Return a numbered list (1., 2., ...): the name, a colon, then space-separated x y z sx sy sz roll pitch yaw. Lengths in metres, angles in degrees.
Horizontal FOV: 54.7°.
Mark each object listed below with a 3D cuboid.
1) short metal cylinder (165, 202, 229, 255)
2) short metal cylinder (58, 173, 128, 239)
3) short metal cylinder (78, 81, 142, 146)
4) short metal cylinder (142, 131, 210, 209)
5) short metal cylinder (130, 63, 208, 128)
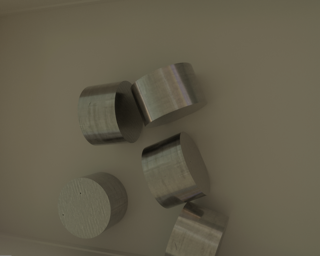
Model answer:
1. short metal cylinder: 0.044 0.134 0.365 0.050 0.080 0.080 18 96 19
2. short metal cylinder: -0.092 0.105 0.428 0.080 0.050 0.079 0 90 19
3. short metal cylinder: -0.062 -0.018 0.402 0.050 0.080 0.080 -6 88 19
4. short metal cylinder: 0.021 0.050 0.373 0.050 0.080 0.080 -24 82 18
5. short metal cylinder: 0.011 -0.038 0.377 0.080 0.080 0.050 -24 82 18
